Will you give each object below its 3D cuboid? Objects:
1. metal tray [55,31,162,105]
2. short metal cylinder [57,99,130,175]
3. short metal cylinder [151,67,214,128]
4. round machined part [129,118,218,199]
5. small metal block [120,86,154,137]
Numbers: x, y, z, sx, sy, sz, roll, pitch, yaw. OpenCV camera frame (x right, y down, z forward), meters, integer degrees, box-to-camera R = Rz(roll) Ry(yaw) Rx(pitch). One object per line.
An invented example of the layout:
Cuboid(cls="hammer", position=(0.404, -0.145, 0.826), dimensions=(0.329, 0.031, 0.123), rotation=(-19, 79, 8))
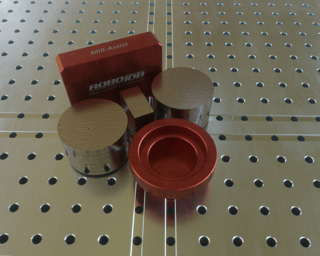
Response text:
Cuboid(cls="metal tray", position=(-0.062, -0.070, 0.418), dimensions=(0.131, 0.090, 0.030), rotation=(-19, 53, -15))
Cuboid(cls="short metal cylinder", position=(-0.078, 0.010, 0.377), dimensions=(0.081, 0.050, 0.080), rotation=(0, 50, 0))
Cuboid(cls="short metal cylinder", position=(0.029, -0.037, 0.418), dimensions=(0.081, 0.050, 0.080), rotation=(0, 50, 0))
Cuboid(cls="round machined part", position=(0.014, 0.039, 0.359), dimensions=(0.099, 0.042, 0.098), rotation=(0, 50, 0))
Cuboid(cls="small metal block", position=(-0.029, -0.017, 0.400), dimensions=(0.025, 0.050, 0.050), rotation=(-20, 53, -16))
